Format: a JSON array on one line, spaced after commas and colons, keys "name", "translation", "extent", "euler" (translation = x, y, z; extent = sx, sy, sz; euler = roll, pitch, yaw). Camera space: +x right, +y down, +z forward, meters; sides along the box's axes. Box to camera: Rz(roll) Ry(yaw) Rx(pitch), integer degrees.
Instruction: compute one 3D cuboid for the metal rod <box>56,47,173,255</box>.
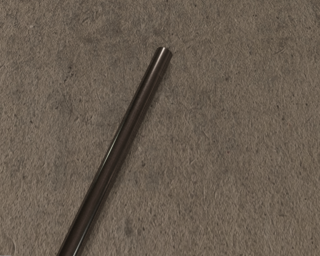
[{"name": "metal rod", "translation": [-0.050, 0.021, 0.399], "extent": [0.025, 0.025, 0.300], "euler": [21, 71, 7]}]
